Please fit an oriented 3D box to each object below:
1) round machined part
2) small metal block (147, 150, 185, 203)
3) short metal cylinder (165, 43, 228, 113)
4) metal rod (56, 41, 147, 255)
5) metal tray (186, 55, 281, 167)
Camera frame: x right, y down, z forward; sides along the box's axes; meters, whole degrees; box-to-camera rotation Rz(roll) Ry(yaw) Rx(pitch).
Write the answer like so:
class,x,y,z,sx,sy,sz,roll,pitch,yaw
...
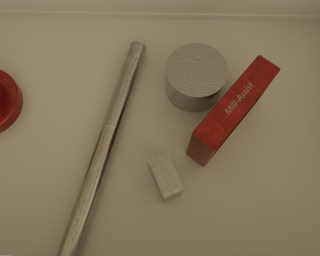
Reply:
class,x,y,z,sx,sy,sz,roll,pitch,yaw
round machined part,-0.240,-0.039,0.409,0.099,0.042,0.098,2,70,-4
small metal block,0.006,0.060,0.375,0.025,0.050,0.050,-22,72,-8
short metal cylinder,0.047,-0.067,0.422,0.081,0.050,0.080,0,70,0
metal rod,-0.069,0.017,0.402,0.025,0.025,0.299,14,70,5
metal tray,0.087,-0.018,0.382,0.030,0.090,0.130,39,74,12
